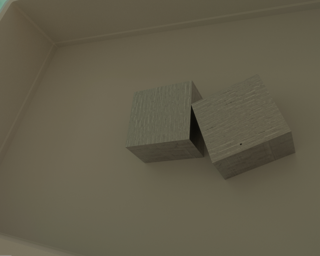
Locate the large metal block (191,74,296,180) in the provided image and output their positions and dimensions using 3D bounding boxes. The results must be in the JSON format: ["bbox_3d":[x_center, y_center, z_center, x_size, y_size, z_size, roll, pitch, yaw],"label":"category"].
[{"bbox_3d":[0.090,-0.001,0.343,0.080,0.050,0.080,-24,53,13],"label":"large metal block"}]

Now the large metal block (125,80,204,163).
[{"bbox_3d":[0.009,-0.006,0.388,0.080,0.050,0.080,-8,58,24],"label":"large metal block"}]
